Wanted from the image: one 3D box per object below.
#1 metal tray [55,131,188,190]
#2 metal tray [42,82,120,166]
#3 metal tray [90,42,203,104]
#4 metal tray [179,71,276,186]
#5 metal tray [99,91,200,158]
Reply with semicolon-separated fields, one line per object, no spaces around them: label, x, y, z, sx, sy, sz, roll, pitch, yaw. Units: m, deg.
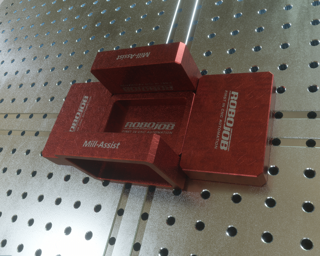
metal tray;-0.044;0.038;0.363;0.130;0.090;0.030;1;63;28
metal tray;-0.113;-0.008;0.467;0.090;0.030;0.130;1;62;28
metal tray;-0.014;-0.067;0.414;0.130;0.090;0.030;1;63;28
metal tray;0.081;-0.003;0.361;0.090;0.030;0.130;2;62;27
metal tray;-0.017;-0.001;0.410;0.130;0.030;0.090;1;62;28
